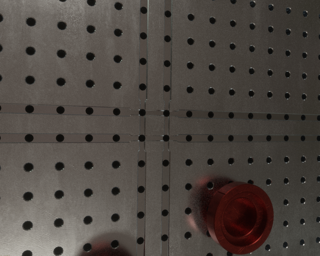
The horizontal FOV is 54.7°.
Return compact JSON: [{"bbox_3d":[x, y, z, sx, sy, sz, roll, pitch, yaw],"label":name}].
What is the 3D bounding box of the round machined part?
[{"bbox_3d":[0.110,0.126,0.446,0.099,0.042,0.097,0,90,-21],"label":"round machined part"}]
